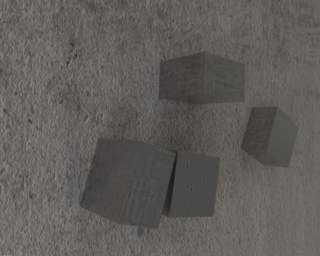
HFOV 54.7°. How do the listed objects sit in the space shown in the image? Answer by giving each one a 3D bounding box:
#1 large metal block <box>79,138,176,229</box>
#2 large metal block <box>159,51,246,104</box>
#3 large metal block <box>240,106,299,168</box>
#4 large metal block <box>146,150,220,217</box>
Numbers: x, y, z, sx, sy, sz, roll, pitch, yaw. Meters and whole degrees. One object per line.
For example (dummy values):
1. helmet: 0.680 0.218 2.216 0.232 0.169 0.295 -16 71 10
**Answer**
1. large metal block: -0.037 0.057 0.338 0.050 0.080 0.080 23 76 -38
2. large metal block: 0.056 -0.062 0.415 0.081 0.080 0.050 4 88 -40
3. large metal block: 0.197 0.017 0.554 0.080 0.050 0.080 33 70 -35
4. large metal block: 0.031 0.073 0.414 0.081 0.050 0.080 13 82 -39
